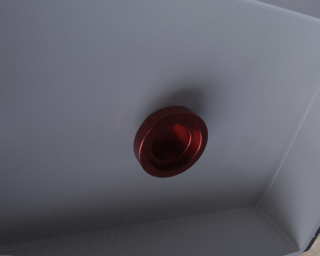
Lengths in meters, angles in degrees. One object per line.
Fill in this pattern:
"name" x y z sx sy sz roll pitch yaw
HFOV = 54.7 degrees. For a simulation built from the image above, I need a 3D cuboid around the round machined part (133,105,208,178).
"round machined part" 0.011 0.014 0.409 0.099 0.042 0.097 -14 125 -21
